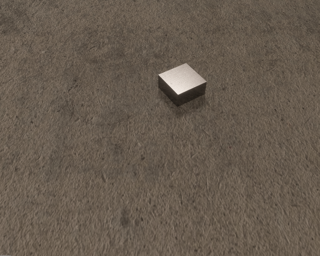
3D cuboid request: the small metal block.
[{"bbox_3d":[0.032,-0.064,0.458,0.050,0.025,0.050,-26,55,-21],"label":"small metal block"}]
